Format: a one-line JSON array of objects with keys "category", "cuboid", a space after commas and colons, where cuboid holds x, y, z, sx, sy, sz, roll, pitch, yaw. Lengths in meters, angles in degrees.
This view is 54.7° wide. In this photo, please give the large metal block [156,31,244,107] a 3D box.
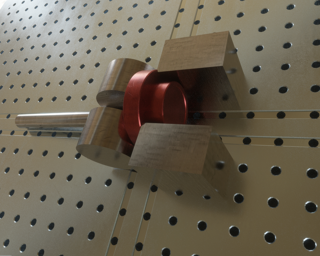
[{"category": "large metal block", "cuboid": [0.054, -0.069, 0.388, 0.080, 0.080, 0.050, 0, 62, 28]}]

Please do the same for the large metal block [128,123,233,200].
[{"category": "large metal block", "cuboid": [0.026, 0.037, 0.338, 0.080, 0.080, 0.050, 3, 63, 29]}]

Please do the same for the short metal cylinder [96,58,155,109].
[{"category": "short metal cylinder", "cuboid": [-0.041, -0.051, 0.426, 0.080, 0.080, 0.050, 1, 63, 28]}]

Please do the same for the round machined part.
[{"category": "round machined part", "cuboid": [0.001, -0.021, 0.373, 0.042, 0.098, 0.098, 1, 62, 29]}]

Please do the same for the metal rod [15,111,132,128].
[{"category": "metal rod", "cuboid": [-0.115, -0.012, 0.462, 0.300, 0.025, 0.025, 0, 62, 32]}]

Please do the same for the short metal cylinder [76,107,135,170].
[{"category": "short metal cylinder", "cuboid": [-0.059, 0.015, 0.394, 0.080, 0.080, 0.050, 1, 63, 29]}]
